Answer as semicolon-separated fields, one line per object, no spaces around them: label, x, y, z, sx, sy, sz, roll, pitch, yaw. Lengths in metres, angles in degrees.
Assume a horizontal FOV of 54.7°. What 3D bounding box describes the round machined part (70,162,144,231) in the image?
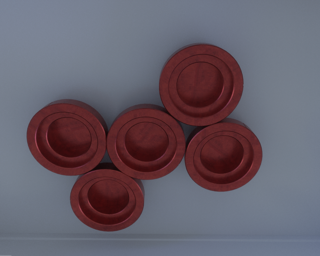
round machined part;-0.071;0.091;0.432;0.099;0.042;0.097;0;110;0

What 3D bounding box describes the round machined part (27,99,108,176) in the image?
round machined part;-0.115;0.009;0.402;0.099;0.042;0.097;0;110;0

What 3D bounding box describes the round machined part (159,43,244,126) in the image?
round machined part;0.048;-0.055;0.380;0.099;0.042;0.097;0;110;0

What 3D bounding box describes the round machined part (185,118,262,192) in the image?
round machined part;0.081;0.032;0.412;0.099;0.042;0.097;0;110;0

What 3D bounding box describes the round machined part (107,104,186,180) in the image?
round machined part;-0.017;0.015;0.404;0.099;0.042;0.097;0;110;0
